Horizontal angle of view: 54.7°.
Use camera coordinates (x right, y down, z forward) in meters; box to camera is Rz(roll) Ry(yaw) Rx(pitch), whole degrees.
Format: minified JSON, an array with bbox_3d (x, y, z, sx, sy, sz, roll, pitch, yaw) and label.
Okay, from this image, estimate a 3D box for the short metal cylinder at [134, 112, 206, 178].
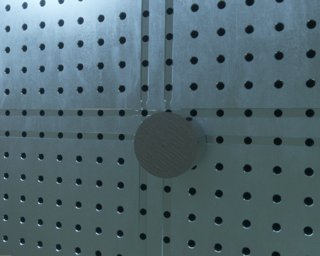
[{"bbox_3d":[0.014,0.020,0.394,0.080,0.050,0.079,0,90,19],"label":"short metal cylinder"}]
